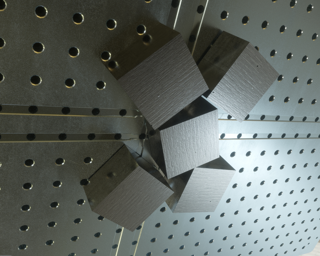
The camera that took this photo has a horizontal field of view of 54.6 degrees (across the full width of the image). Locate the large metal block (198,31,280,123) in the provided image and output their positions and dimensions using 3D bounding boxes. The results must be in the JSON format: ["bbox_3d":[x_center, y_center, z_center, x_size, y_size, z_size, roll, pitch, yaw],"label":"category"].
[{"bbox_3d":[0.095,-0.065,0.404,0.080,0.050,0.080,28,103,-40],"label":"large metal block"}]

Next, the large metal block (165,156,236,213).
[{"bbox_3d":[0.056,0.081,0.475,0.081,0.050,0.080,9,114,-33],"label":"large metal block"}]

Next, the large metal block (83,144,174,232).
[{"bbox_3d":[-0.042,0.083,0.420,0.080,0.050,0.080,-44,129,2],"label":"large metal block"}]

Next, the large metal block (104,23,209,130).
[{"bbox_3d":[-0.003,-0.059,0.356,0.080,0.050,0.080,-38,129,-2],"label":"large metal block"}]

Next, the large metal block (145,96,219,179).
[{"bbox_3d":[0.031,0.010,0.416,0.081,0.050,0.080,-21,127,-16],"label":"large metal block"}]
